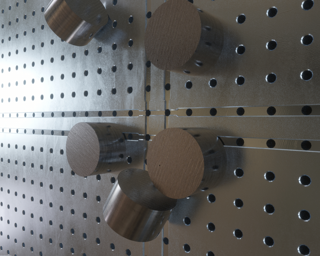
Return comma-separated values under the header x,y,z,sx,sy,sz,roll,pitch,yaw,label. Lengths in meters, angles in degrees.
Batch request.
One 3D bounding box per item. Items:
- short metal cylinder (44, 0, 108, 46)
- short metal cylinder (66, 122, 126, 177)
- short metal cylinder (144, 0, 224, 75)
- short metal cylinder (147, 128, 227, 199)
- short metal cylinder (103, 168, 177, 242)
x,y,z,sx,sy,sz,roll,pitch,yaw,label
-0.128,-0.174,0.476,0.050,0.081,0.080,-34,70,35,short metal cylinder
-0.098,0.031,0.471,0.080,0.050,0.079,0,90,39,short metal cylinder
0.028,-0.105,0.368,0.080,0.050,0.079,0,90,39,short metal cylinder
0.031,0.039,0.366,0.080,0.050,0.079,0,90,39,short metal cylinder
-0.025,0.095,0.392,0.080,0.081,0.050,40,114,32,short metal cylinder
